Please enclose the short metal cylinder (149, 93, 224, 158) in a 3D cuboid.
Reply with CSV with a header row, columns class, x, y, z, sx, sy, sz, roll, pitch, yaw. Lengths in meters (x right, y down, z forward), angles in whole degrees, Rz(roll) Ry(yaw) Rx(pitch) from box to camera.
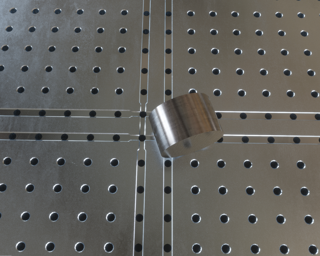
class,x,y,z,sx,sy,sz,roll,pitch,yaw
short metal cylinder,0.032,-0.002,0.384,0.081,0.080,0.050,-17,71,-7
